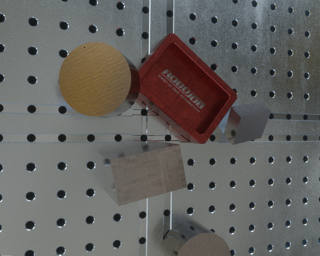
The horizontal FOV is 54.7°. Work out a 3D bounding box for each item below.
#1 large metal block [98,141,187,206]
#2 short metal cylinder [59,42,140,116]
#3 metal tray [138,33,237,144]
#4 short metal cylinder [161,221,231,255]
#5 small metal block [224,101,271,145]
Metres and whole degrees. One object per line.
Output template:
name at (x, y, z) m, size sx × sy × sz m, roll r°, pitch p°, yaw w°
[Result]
large metal block at (-0.024, 0.050, 0.375) m, size 0.081 × 0.080 × 0.050 m, roll -11°, pitch 94°, yaw -20°
short metal cylinder at (-0.067, -0.053, 0.358) m, size 0.080 × 0.050 × 0.079 m, roll 0°, pitch 92°, yaw 7°
metal tray at (0.032, -0.051, 0.421) m, size 0.130 × 0.030 × 0.090 m, roll 40°, pitch 77°, yaw -16°
short metal cylinder at (0.047, 0.173, 0.417) m, size 0.081 × 0.050 × 0.079 m, roll 0°, pitch 90°, yaw -20°
small metal block at (0.125, -0.007, 0.445) m, size 0.050 × 0.025 × 0.050 m, roll -12°, pitch 133°, yaw -20°
